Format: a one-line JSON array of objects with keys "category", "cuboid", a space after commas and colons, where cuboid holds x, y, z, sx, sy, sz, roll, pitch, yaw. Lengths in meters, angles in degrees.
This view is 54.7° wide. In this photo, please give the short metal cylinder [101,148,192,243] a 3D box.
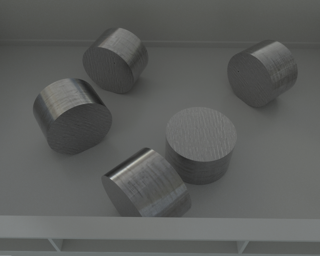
[{"category": "short metal cylinder", "cuboid": [-0.015, 0.067, 0.313, 0.050, 0.080, 0.080, -34, 58, -25]}]

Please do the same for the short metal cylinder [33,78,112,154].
[{"category": "short metal cylinder", "cuboid": [-0.106, -0.014, 0.380, 0.081, 0.080, 0.050, -26, 55, -20]}]

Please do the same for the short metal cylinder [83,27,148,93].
[{"category": "short metal cylinder", "cuboid": [-0.064, -0.097, 0.450, 0.080, 0.080, 0.050, 17, 52, 14]}]

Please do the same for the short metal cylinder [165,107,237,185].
[{"category": "short metal cylinder", "cuboid": [0.047, 0.021, 0.372, 0.080, 0.050, 0.080, 0, 50, 0]}]

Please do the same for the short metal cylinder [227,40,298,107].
[{"category": "short metal cylinder", "cuboid": [0.142, -0.076, 0.434, 0.050, 0.080, 0.080, -30, 56, -22]}]
